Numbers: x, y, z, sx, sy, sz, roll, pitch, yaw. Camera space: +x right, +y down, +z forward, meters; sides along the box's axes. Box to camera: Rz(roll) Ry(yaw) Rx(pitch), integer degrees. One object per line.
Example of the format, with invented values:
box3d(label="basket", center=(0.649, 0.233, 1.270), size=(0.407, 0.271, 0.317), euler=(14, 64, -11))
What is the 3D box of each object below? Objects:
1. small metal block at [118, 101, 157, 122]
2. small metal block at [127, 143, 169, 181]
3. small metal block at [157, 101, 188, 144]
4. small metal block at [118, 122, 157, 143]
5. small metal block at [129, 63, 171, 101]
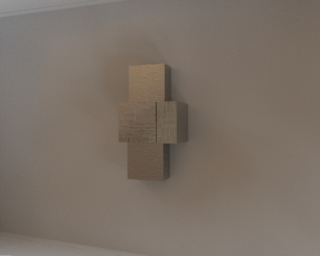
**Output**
box3d(label="small metal block", center=(-0.020, -0.020, 0.402), size=(0.050, 0.050, 0.025), euler=(0, 90, 20))
box3d(label="small metal block", center=(-0.015, 0.043, 0.414), size=(0.050, 0.025, 0.050), euler=(0, 90, 20))
box3d(label="small metal block", center=(0.016, -0.007, 0.390), size=(0.025, 0.050, 0.050), euler=(0, 90, 20))
box3d(label="small metal block", center=(-0.020, 0.005, 0.402), size=(0.050, 0.050, 0.025), euler=(0, 90, 20))
box3d(label="small metal block", center=(-0.013, -0.057, 0.413), size=(0.050, 0.025, 0.050), euler=(0, 90, 20))
